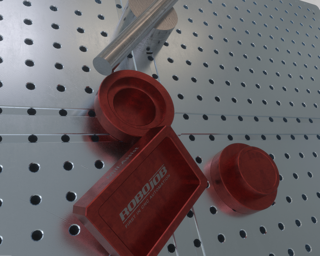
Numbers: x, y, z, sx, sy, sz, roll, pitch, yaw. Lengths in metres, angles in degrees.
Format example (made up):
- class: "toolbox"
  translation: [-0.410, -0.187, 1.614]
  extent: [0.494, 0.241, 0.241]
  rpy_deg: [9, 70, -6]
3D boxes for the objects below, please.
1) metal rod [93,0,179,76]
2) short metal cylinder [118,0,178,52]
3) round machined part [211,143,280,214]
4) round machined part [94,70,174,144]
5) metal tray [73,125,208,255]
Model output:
- class: "metal rod"
  translation: [-0.004, -0.170, 0.445]
  extent: [0.025, 0.025, 0.301]
  rpy_deg: [36, 51, -5]
- class: "short metal cylinder"
  translation: [-0.019, -0.166, 0.483]
  extent: [0.081, 0.050, 0.080]
  rpy_deg: [14, 56, -21]
- class: "round machined part"
  translation: [0.123, 0.064, 0.425]
  extent: [0.099, 0.042, 0.098]
  rpy_deg: [14, 56, -21]
- class: "round machined part"
  translation: [-0.035, -0.022, 0.392]
  extent: [0.099, 0.042, 0.098]
  rpy_deg: [13, 56, -21]
- class: "metal tray"
  translation: [-0.013, 0.070, 0.326]
  extent: [0.131, 0.030, 0.090]
  rpy_deg: [-46, 110, -33]
